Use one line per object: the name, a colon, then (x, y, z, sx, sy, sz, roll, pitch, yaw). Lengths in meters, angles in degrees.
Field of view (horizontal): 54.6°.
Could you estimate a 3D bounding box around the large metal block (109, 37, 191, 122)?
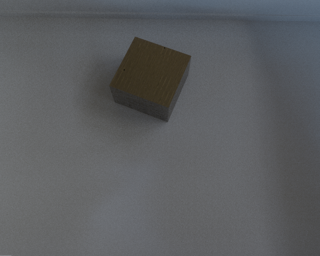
large metal block: (-0.011, -0.065, 0.420, 0.080, 0.050, 0.080, 21, 71, 7)
